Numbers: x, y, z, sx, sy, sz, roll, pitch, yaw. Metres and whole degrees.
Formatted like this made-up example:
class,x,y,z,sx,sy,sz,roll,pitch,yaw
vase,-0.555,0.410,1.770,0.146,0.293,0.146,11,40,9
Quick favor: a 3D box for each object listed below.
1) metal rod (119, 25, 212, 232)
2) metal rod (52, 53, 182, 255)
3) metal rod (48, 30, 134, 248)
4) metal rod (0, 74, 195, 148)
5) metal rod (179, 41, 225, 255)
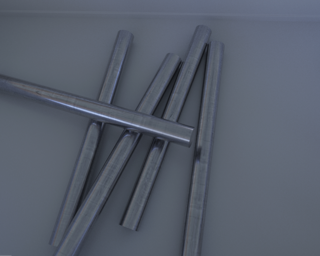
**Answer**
class,x,y,z,sx,sy,sz,roll,pitch,yaw
metal rod,0.014,-0.014,0.414,0.025,0.025,0.300,19,71,6
metal rod,-0.043,0.024,0.389,0.025,0.025,0.300,24,67,8
metal rod,-0.083,0.000,0.408,0.025,0.025,0.299,12,70,4
metal rod,-0.103,-0.029,0.394,0.301,0.025,0.025,16,71,15
metal rod,0.058,0.018,0.403,0.025,0.025,0.299,9,70,3
